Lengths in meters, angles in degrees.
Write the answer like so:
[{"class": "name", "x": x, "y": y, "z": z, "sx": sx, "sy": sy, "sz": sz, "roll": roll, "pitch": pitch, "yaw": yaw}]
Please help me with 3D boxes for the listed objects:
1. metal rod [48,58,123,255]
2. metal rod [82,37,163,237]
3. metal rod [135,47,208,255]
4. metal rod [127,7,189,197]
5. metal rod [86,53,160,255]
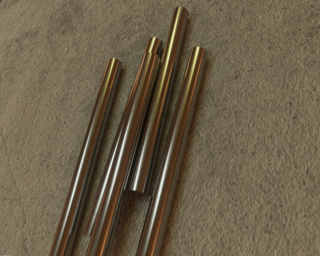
[{"class": "metal rod", "x": -0.097, "y": 0.026, "z": 0.436, "sx": 0.025, "sy": 0.025, "sz": 0.299, "roll": -4, "pitch": 60, "yaw": 26}, {"class": "metal rod", "x": -0.044, "y": -0.003, "z": 0.426, "sx": 0.025, "sy": 0.025, "sz": 0.300, "roll": 1, "pitch": 62, "yaw": 28}, {"class": "metal rod", "x": 0.018, "y": 0.025, "z": 0.377, "sx": 0.025, "sy": 0.025, "sz": 0.300, "roll": 2, "pitch": 62, "yaw": 29}, {"class": "metal rod", "x": 0.004, "y": -0.054, "z": 0.433, "sx": 0.025, "sy": 0.025, "sz": 0.300, "roll": -1, "pitch": 61, "yaw": 27}, {"class": "metal rod", "x": -0.043, "y": 0.034, "z": 0.384, "sx": 0.025, "sy": 0.025, "sz": 0.299, "roll": 0, "pitch": 63, "yaw": 28}]
